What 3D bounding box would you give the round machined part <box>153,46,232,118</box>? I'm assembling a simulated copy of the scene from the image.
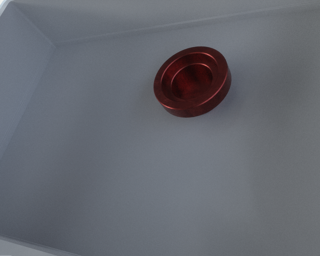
[{"bbox_3d":[0.045,-0.055,0.404,0.098,0.042,0.098,-13,56,20],"label":"round machined part"}]
